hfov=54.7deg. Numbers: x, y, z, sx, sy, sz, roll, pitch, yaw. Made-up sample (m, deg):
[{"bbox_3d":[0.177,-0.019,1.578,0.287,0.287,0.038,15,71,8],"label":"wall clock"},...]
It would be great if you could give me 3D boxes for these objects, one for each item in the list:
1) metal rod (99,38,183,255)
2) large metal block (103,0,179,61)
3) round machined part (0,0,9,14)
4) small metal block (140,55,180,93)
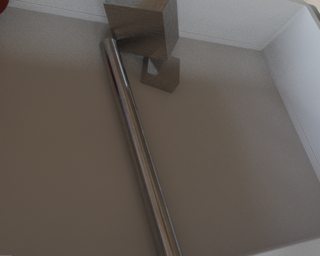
[{"bbox_3d":[-0.030,0.012,0.383,0.025,0.025,0.299,-5,64,-31],"label":"metal rod"},{"bbox_3d":[-0.022,-0.146,0.427,0.080,0.080,0.050,14,59,16],"label":"large metal block"},{"bbox_3d":[-0.222,-0.168,0.341,0.099,0.097,0.042,0,64,-29],"label":"round machined part"},{"bbox_3d":[0.001,-0.085,0.460,0.050,0.025,0.050,17,55,-19],"label":"small metal block"}]
